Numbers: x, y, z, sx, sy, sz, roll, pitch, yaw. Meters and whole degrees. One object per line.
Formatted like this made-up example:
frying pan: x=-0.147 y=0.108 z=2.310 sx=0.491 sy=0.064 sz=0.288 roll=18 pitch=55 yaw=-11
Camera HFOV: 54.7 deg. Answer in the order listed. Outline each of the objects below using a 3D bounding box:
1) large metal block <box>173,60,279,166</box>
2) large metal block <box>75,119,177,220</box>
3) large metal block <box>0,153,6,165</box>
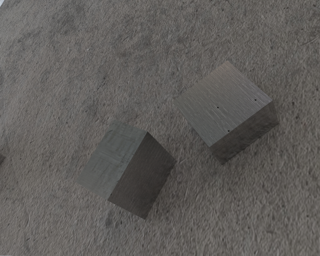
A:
large metal block: x=0.075 y=-0.018 z=0.360 sx=0.080 sy=0.050 sz=0.080 roll=-37 pitch=51 yaw=3
large metal block: x=-0.035 y=0.049 z=0.357 sx=0.050 sy=0.080 sz=0.080 roll=19 pitch=72 yaw=35
large metal block: x=-0.318 y=0.058 z=0.501 sx=0.050 sy=0.080 sz=0.080 roll=20 pitch=72 yaw=35
